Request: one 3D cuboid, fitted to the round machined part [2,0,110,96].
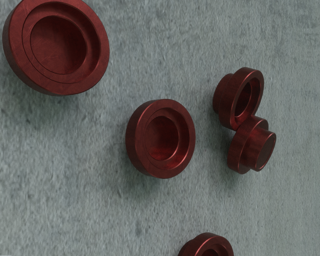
[{"bbox_3d":[-0.103,-0.080,0.308,0.099,0.042,0.097,0,90,-40],"label":"round machined part"}]

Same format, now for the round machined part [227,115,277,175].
[{"bbox_3d":[0.153,0.032,0.502,0.099,0.042,0.097,-32,134,-39],"label":"round machined part"}]

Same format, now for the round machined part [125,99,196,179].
[{"bbox_3d":[-0.004,0.013,0.393,0.099,0.042,0.097,0,90,-40],"label":"round machined part"}]

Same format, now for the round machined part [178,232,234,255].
[{"bbox_3d":[0.061,0.201,0.448,0.099,0.042,0.097,0,90,-40],"label":"round machined part"}]

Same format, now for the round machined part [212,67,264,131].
[{"bbox_3d":[0.118,-0.047,0.481,0.099,0.042,0.097,-30,132,-39],"label":"round machined part"}]
